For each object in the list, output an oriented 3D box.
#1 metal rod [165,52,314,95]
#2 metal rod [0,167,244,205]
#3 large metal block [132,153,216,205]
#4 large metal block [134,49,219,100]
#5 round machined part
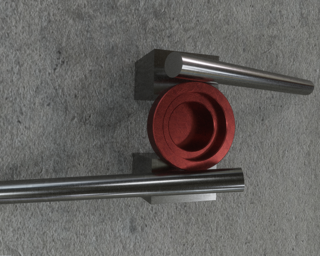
[{"bbox_3d":[0.125,-0.063,0.401,0.302,0.025,0.025,-1,91,-42],"label":"metal rod"},{"bbox_3d":[-0.066,0.063,0.328,0.302,0.025,0.025,-4,92,2],"label":"metal rod"},{"bbox_3d":[0.015,0.059,0.387,0.081,0.080,0.050,1,90,-20],"label":"large metal block"},{"bbox_3d":[0.017,-0.061,0.388,0.081,0.080,0.050,1,90,-20],"label":"large metal block"},{"bbox_3d":[0.032,-0.002,0.351,0.099,0.042,0.097,0,90,-21],"label":"round machined part"}]
